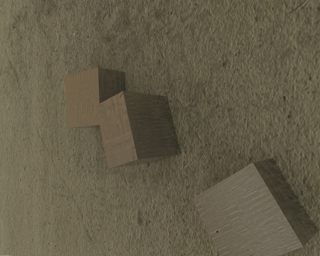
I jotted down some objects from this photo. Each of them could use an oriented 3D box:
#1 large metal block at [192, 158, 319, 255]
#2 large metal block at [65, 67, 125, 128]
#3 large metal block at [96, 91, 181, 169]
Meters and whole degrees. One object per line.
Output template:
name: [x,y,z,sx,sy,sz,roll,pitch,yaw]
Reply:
large metal block: [0.093,0.087,0.312,0.080,0.050,0.080,-40,66,32]
large metal block: [-0.098,-0.042,0.470,0.080,0.050,0.080,-4,87,40]
large metal block: [-0.026,0.003,0.391,0.050,0.081,0.080,-22,77,38]
